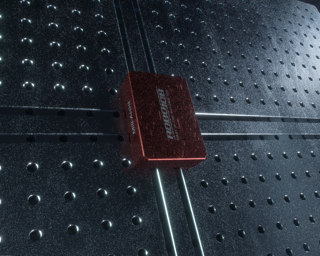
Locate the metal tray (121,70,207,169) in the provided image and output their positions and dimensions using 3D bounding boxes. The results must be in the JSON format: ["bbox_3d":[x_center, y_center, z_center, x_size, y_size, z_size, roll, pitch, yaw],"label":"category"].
[{"bbox_3d":[0.004,-0.012,0.415,0.091,0.030,0.130,2,61,-28],"label":"metal tray"}]
